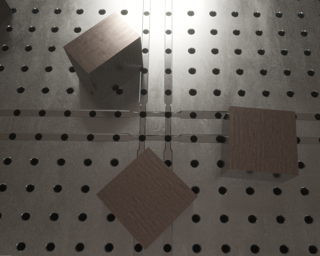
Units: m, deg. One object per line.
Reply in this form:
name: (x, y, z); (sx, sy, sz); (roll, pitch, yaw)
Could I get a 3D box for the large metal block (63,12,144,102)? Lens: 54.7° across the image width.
large metal block: (-0.071, -0.092, 0.415); (0.080, 0.080, 0.050); (-40, 75, -13)

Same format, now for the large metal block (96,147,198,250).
large metal block: (-0.015, 0.084, 0.368); (0.080, 0.050, 0.080); (-42, 76, -14)

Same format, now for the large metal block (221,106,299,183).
large metal block: (0.123, 0.022, 0.392); (0.080, 0.050, 0.080); (5, 70, 1)

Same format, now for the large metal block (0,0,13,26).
large metal block: (-0.274, -0.176, 0.443); (0.050, 0.080, 0.080); (29, 72, 9)
